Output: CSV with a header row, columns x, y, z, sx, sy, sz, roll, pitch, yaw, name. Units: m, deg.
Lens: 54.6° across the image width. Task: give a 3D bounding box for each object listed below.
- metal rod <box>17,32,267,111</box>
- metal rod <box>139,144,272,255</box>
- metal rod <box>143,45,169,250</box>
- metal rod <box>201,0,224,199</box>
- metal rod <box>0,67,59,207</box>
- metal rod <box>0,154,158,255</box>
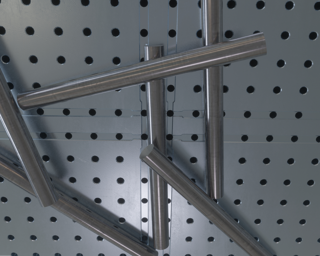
x,y,z,sx,sy,sz,roll,pitch,yaw,name
-0.032,-0.062,0.366,0.301,0.025,0.025,-11,110,13,metal rod
0.084,0.128,0.446,0.025,0.025,0.300,-41,111,13,metal rod
-0.003,0.040,0.427,0.025,0.025,0.298,-2,110,0,metal rod
0.068,-0.044,0.397,0.025,0.025,0.298,-4,110,1,metal rod
-0.196,-0.036,0.386,0.025,0.025,0.299,-17,105,6,metal rod
-0.129,0.119,0.456,0.301,0.025,0.025,36,106,-13,metal rod
